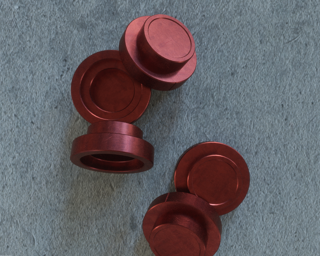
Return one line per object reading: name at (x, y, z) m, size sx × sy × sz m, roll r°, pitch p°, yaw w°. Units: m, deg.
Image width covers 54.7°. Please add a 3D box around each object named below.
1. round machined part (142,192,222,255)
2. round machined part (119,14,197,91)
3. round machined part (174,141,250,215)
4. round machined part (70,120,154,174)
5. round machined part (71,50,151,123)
round machined part at (0.025, 0.131, 0.381) m, size 0.098 × 0.042 × 0.097 m, roll 6°, pitch 116°, yaw 14°
round machined part at (0.003, -0.098, 0.378) m, size 0.099 × 0.042 × 0.098 m, roll 11°, pitch 63°, yaw -23°
round machined part at (0.068, 0.067, 0.402) m, size 0.099 × 0.042 × 0.097 m, roll 0°, pitch 90°, yaw 0°
round machined part at (-0.056, 0.023, 0.377) m, size 0.099 × 0.098 × 0.042 m, roll 2°, pitch 67°, yaw 0°
round machined part at (-0.060, -0.047, 0.400) m, size 0.099 × 0.042 × 0.097 m, roll 0°, pitch 88°, yaw 0°
